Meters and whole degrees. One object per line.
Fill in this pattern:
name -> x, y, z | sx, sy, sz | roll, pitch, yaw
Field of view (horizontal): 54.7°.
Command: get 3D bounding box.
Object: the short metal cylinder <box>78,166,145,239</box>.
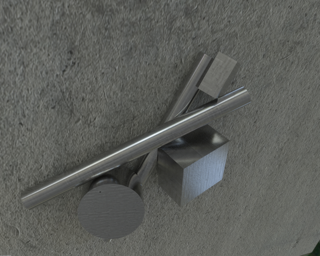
short metal cylinder -> -0.062, 0.094, 0.400 | 0.081, 0.050, 0.079 | -2, 110, -6

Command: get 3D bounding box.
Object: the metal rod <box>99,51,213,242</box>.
metal rod -> -0.011, 0.036, 0.424 | 0.025, 0.025, 0.298 | 19, 109, -36

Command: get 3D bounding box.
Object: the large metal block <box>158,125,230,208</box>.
large metal block -> 0.045, 0.049, 0.428 | 0.081, 0.050, 0.079 | -27, 138, -27

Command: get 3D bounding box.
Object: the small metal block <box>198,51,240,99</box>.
small metal block -> 0.077, -0.066, 0.393 | 0.050, 0.025, 0.050 | -61, 167, 15

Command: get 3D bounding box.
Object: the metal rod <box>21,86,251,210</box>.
metal rod -> -0.026, 0.023, 0.386 | 0.301, 0.025, 0.025 | -26, 128, -4
